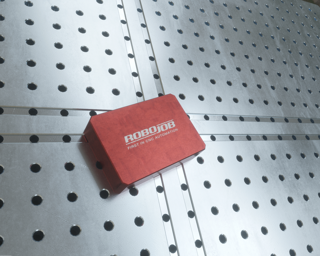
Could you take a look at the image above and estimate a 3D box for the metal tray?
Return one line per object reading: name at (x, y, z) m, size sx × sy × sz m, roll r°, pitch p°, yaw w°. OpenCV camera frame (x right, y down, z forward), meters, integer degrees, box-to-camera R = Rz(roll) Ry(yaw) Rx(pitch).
metal tray at (-0.016, 0.014, 0.388) m, size 0.131 × 0.030 × 0.090 m, roll -20°, pitch 73°, yaw -35°
